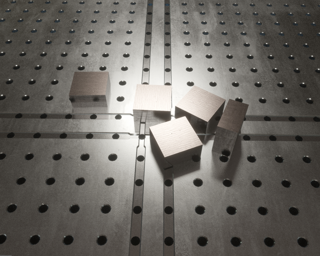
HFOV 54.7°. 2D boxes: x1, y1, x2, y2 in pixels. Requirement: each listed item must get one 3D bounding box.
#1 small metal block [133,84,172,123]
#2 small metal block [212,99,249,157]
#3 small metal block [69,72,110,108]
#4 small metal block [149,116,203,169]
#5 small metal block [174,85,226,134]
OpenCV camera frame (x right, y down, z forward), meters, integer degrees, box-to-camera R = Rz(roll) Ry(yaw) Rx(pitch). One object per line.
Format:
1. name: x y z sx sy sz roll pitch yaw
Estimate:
1. small metal block: -0.010 -0.035 0.437 0.050 0.025 0.050 3 50 2
2. small metal block: 0.089 0.000 0.392 0.025 0.050 0.050 19 53 15
3. small metal block: -0.101 -0.057 0.454 0.050 0.025 0.050 0 50 -1
4. small metal block: 0.019 0.017 0.393 0.050 0.025 0.050 -17 52 -14
5. small metal block: 0.055 -0.027 0.431 0.050 0.025 0.050 29 55 21
